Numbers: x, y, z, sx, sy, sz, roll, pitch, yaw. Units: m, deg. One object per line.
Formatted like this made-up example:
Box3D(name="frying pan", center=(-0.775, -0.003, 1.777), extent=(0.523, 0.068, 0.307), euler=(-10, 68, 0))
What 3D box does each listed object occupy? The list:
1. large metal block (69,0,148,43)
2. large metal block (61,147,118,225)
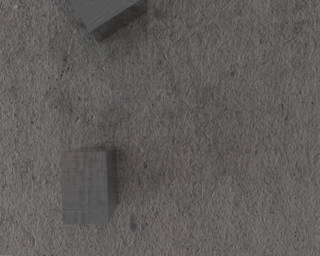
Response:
Box3D(name="large metal block", center=(-0.072, -0.170, 0.397), extent=(0.080, 0.050, 0.080), euler=(-33, 90, 0))
Box3D(name="large metal block", center=(-0.083, 0.066, 0.382), extent=(0.050, 0.080, 0.080), euler=(-2, 90, 0))
